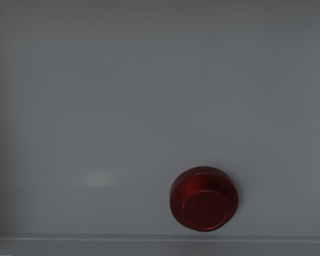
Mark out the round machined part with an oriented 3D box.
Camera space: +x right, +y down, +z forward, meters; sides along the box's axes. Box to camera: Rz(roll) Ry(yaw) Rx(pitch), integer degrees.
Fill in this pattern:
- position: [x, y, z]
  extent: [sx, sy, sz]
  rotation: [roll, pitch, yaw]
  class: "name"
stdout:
- position: [0.063, 0.108, 0.442]
  extent: [0.099, 0.042, 0.097]
  rotation: [0, 110, 0]
  class: "round machined part"
